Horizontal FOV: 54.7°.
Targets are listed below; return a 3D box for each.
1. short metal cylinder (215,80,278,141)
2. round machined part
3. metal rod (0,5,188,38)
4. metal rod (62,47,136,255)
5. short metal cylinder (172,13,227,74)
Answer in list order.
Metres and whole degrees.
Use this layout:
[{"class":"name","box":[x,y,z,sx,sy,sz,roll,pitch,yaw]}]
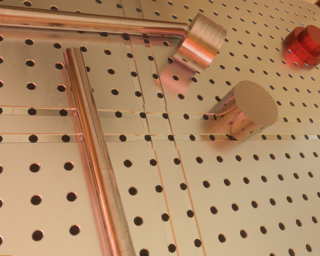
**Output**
[{"class":"short metal cylinder","box":[0.133,-0.026,0.480,0.081,0.050,0.080,14,56,-21]},{"class":"round machined part","box":[0.342,-0.193,0.698,0.099,0.042,0.098,14,56,-21]},{"class":"metal rod","box":[-0.086,-0.153,0.454,0.303,0.025,0.025,-6,65,-31]},{"class":"metal rod","box":[-0.069,0.034,0.349,0.025,0.025,0.299,-5,64,-31]},{"class":"short metal cylinder","box":[0.061,-0.132,0.486,0.050,0.080,0.080,30,52,-10]}]
